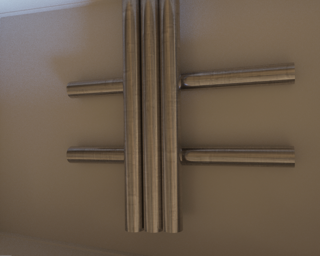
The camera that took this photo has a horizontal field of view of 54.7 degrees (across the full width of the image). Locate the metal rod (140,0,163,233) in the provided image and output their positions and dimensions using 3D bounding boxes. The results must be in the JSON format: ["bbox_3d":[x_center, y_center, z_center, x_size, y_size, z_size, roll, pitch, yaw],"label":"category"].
[{"bbox_3d":[-0.010,-0.023,0.385,0.025,0.025,0.298,-1,90,20],"label":"metal rod"}]

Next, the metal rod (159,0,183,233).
[{"bbox_3d":[0.013,-0.026,0.377,0.025,0.025,0.298,-1,90,20],"label":"metal rod"}]

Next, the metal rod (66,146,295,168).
[{"bbox_3d":[0.012,0.036,0.405,0.301,0.025,0.025,-1,90,19],"label":"metal rod"}]

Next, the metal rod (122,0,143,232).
[{"bbox_3d":[-0.034,-0.021,0.394,0.025,0.025,0.298,-1,90,20],"label":"metal rod"}]

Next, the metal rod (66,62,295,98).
[{"bbox_3d":[0.012,-0.059,0.405,0.301,0.025,0.025,-1,90,19],"label":"metal rod"}]
